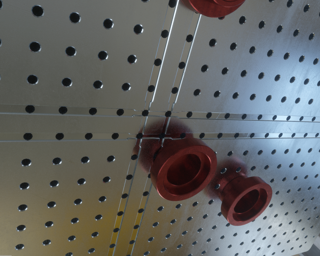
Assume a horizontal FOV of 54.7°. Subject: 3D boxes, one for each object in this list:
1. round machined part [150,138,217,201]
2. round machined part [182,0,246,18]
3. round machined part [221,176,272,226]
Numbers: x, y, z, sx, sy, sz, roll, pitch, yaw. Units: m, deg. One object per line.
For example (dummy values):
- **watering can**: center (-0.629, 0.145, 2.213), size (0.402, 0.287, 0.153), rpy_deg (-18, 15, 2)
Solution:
- **round machined part**: center (0.031, 0.056, 0.453), size (0.099, 0.042, 0.097), rpy_deg (-14, 125, -21)
- **round machined part**: center (0.068, -0.169, 0.334), size (0.099, 0.042, 0.097), rpy_deg (-14, 124, -21)
- **round machined part**: center (0.152, 0.127, 0.565), size (0.099, 0.042, 0.097), rpy_deg (-14, 125, -21)
